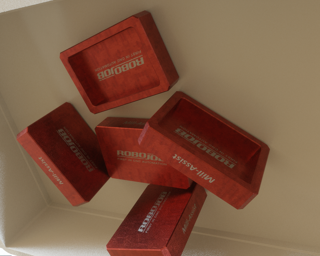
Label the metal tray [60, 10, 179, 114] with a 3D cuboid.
[{"bbox_3d":[-0.052,-0.075,0.383,0.130,0.030,0.090,-14,112,33],"label":"metal tray"}]

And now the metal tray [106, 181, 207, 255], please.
[{"bbox_3d":[0.000,0.121,0.410,0.090,0.131,0.030,-13,112,32],"label":"metal tray"}]

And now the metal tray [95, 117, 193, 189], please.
[{"bbox_3d":[-0.020,0.033,0.431,0.130,0.030,0.089,3,120,26],"label":"metal tray"}]

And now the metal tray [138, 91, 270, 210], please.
[{"bbox_3d":[0.053,0.019,0.347,0.130,0.090,0.030,33,129,6],"label":"metal tray"}]

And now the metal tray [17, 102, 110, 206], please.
[{"bbox_3d":[-0.129,0.036,0.452,0.030,0.090,0.130,-27,104,36],"label":"metal tray"}]
